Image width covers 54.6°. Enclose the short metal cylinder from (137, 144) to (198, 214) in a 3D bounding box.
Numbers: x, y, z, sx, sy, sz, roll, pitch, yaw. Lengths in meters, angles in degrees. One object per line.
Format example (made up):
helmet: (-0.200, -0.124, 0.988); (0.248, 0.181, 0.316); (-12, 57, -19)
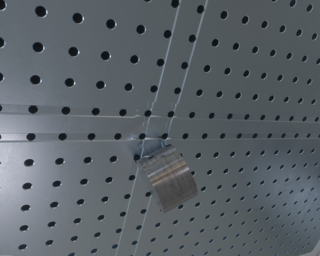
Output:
short metal cylinder: (0.009, 0.068, 0.422); (0.050, 0.080, 0.080); (-27, 128, -12)
